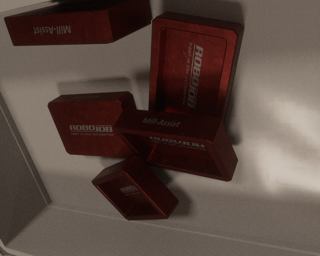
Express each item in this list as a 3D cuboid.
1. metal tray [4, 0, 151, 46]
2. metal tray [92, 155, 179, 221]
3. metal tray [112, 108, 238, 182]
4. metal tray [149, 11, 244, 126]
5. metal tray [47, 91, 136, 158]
[{"bbox_3d":[-0.087,-0.117,0.338,0.130,0.090,0.030,6,121,25],"label":"metal tray"},{"bbox_3d":[-0.041,0.093,0.456,0.090,0.030,0.130,49,147,-9],"label":"metal tray"},{"bbox_3d":[0.018,0.020,0.372,0.130,0.030,0.090,7,148,33],"label":"metal tray"},{"bbox_3d":[0.035,-0.056,0.350,0.090,0.030,0.129,16,125,18],"label":"metal tray"},{"bbox_3d":[-0.092,-0.004,0.450,0.130,0.030,0.089,0,119,27],"label":"metal tray"}]
